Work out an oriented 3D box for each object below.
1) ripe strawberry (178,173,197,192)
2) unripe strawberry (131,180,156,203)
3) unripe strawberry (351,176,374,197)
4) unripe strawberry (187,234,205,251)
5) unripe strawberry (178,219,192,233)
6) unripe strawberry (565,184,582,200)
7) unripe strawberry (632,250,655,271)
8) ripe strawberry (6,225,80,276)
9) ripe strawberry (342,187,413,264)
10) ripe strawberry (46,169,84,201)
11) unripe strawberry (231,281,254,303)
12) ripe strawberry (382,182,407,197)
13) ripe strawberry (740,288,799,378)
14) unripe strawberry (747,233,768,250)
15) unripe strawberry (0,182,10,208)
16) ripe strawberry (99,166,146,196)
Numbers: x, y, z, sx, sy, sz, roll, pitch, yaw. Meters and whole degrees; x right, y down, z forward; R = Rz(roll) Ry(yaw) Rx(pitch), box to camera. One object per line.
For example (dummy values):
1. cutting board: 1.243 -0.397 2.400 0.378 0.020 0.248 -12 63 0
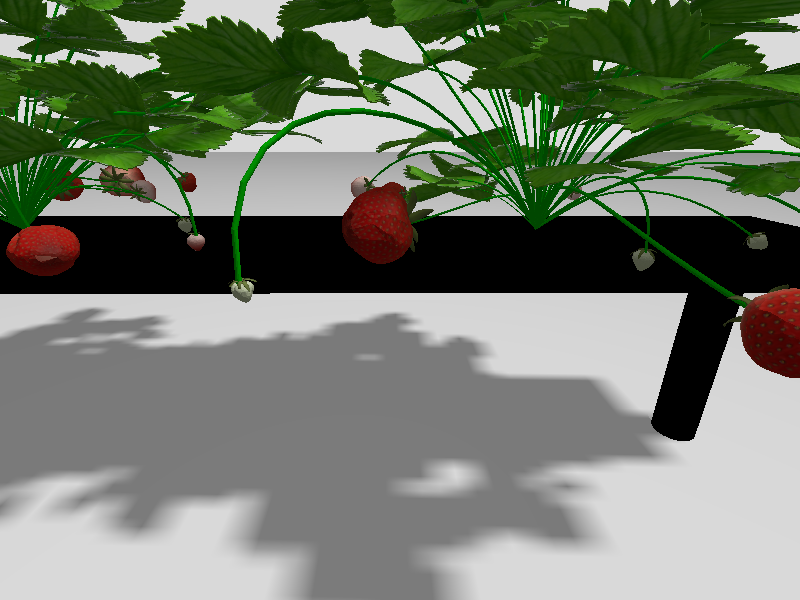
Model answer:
1. ripe strawberry: -0.308 -0.170 0.583 0.024 0.028 0.027 2 -27 5
2. unripe strawberry: -0.320 -0.137 0.504 0.026 0.028 0.028 1 21 3
3. unripe strawberry: -0.051 -0.147 0.523 0.032 0.027 0.032 -18 16 -38
4. unripe strawberry: -0.138 -0.039 0.272 0.011 0.011 0.011 9 24 22
5. unripe strawberry: -0.182 -0.063 0.340 0.010 0.012 0.012 -10 21 8
6. unripe strawberry: 0.226 -0.141 0.521 0.021 0.022 0.022 12 17 27
7. unripe strawberry: 0.131 -0.021 0.216 0.010 0.011 0.011 -2 22 -4
8. ripe strawberry: -0.197 -0.027 0.223 0.029 0.029 0.032 21 30 41
9. ripe strawberry: -0.015 -0.045 0.246 0.044 0.046 0.040 -17 27 -35
10. ripe strawberry: -0.425 -0.145 0.505 0.043 0.039 0.039 -12 24 -26
11. unripe strawberry: -0.071 -0.004 0.181 0.010 0.010 0.011 -19 29 -40
12. ripe strawberry: -0.011 -0.106 0.419 0.035 0.034 0.032 10 24 30
13. ripe strawberry: 0.129 0.012 0.127 0.032 0.028 0.033 -1 22 -2
14. unripe strawberry: 0.254 -0.041 0.284 0.012 0.012 0.011 42 34 9
15. unripe strawberry: -0.466 -0.122 0.455 0.038 0.037 0.035 17 28 38
16. ripe strawberry: -0.369 -0.162 0.537 0.052 0.045 0.052 -4 22 -10
